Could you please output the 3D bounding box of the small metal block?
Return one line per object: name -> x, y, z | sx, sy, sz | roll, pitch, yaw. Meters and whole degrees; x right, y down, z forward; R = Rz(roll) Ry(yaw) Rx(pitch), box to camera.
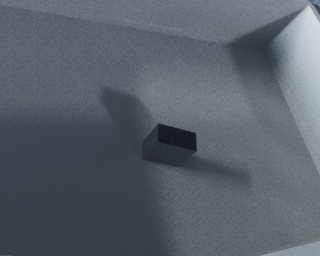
small metal block -> 0.010, 0.023, 0.381 | 0.050, 0.050, 0.025 | 14, 56, -20
